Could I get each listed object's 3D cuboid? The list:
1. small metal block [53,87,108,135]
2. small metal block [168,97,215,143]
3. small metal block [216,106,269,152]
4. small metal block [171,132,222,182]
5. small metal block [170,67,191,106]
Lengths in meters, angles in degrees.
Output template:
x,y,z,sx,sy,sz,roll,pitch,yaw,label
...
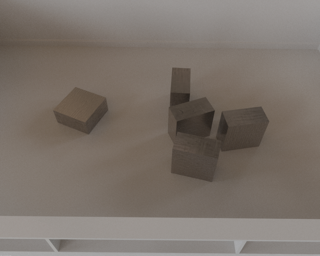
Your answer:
x,y,z,sx,sy,sz,roll,pitch,yaw,label
-0.107,-0.025,0.424,0.050,0.025,0.050,20,53,15,small metal block
0.039,-0.008,0.396,0.050,0.050,0.025,-16,52,-14,small metal block
0.102,0.002,0.389,0.050,0.050,0.025,-7,51,-7,small metal block
0.041,0.034,0.361,0.050,0.050,0.025,12,51,9,small metal block
0.028,-0.048,0.429,0.025,0.050,0.050,3,50,2,small metal block
